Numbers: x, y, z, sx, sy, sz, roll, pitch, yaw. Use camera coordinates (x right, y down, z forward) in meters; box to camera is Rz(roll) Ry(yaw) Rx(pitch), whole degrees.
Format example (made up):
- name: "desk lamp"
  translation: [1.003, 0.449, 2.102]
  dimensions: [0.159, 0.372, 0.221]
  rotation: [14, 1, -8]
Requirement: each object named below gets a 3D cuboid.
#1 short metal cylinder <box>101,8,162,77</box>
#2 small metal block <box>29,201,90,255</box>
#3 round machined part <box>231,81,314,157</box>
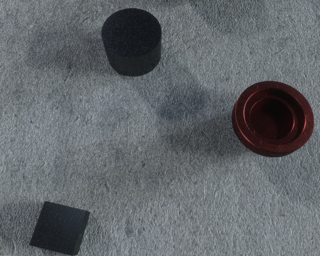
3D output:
- name: "short metal cylinder"
  translation: [-0.038, -0.120, 0.438]
  dimensions: [0.081, 0.050, 0.080]
  rotation: [0, 70, 0]
- name: "small metal block"
  translation: [-0.116, 0.117, 0.364]
  dimensions: [0.050, 0.025, 0.050]
  rotation: [12, 70, 4]
- name: "round machined part"
  translation: [0.142, -0.009, 0.404]
  dimensions: [0.099, 0.042, 0.098]
  rotation: [0, 70, -1]
